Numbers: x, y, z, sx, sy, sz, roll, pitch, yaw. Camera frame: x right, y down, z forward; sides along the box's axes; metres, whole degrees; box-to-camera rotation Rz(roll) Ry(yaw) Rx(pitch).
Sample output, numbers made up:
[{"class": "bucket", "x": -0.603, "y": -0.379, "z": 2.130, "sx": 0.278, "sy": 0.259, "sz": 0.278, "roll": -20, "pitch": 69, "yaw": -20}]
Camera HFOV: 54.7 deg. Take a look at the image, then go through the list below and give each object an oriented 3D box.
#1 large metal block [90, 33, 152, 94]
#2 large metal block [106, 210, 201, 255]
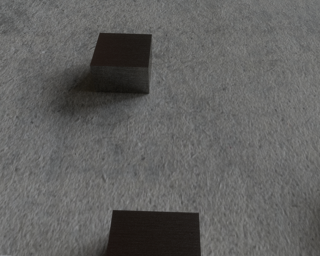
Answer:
[{"class": "large metal block", "x": -0.054, "y": -0.099, "z": 0.469, "sx": 0.081, "sy": 0.050, "sz": 0.080, "roll": 2, "pitch": 50, "yaw": 1}, {"class": "large metal block", "x": -0.005, "y": 0.124, "z": 0.282, "sx": 0.081, "sy": 0.050, "sz": 0.080, "roll": 2, "pitch": 50, "yaw": 1}]
